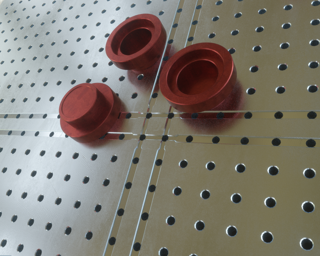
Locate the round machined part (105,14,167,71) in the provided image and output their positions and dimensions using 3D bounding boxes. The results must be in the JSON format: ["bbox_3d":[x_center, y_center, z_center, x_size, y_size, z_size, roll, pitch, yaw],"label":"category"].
[{"bbox_3d":[-0.034,-0.131,0.494,0.098,0.042,0.098,-13,56,20],"label":"round machined part"}]

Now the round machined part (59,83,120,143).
[{"bbox_3d":[-0.114,-0.030,0.473,0.098,0.042,0.098,-13,56,20],"label":"round machined part"}]

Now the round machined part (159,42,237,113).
[{"bbox_3d":[0.052,-0.061,0.407,0.098,0.042,0.098,-13,56,20],"label":"round machined part"}]
